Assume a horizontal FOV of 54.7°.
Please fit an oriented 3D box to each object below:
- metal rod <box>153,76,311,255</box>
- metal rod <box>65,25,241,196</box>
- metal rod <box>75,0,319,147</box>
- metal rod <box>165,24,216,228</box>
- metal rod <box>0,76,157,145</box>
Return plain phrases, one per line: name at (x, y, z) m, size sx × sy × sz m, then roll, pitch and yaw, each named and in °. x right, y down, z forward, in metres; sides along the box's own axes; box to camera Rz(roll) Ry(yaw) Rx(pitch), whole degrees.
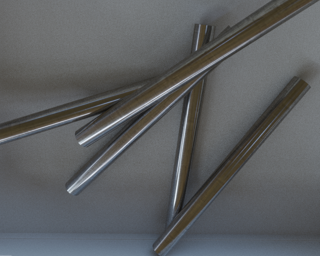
metal rod at (0.090, 0.058, 0.418) m, size 0.025 × 0.025 × 0.299 m, roll 36°, pitch 100°, yaw -13°
metal rod at (-0.020, -0.009, 0.391) m, size 0.025 × 0.025 × 0.299 m, roll 42°, pitch 110°, yaw -14°
metal rod at (0.023, -0.059, 0.340) m, size 0.300 × 0.025 × 0.025 m, roll -31°, pitch 108°, yaw 20°
metal rod at (0.037, 0.017, 0.417) m, size 0.025 × 0.025 × 0.298 m, roll 6°, pitch 110°, yaw -3°
metal rod at (-0.141, -0.009, 0.378) m, size 0.302 × 0.025 × 0.025 m, roll -18°, pitch 110°, yaw -5°
